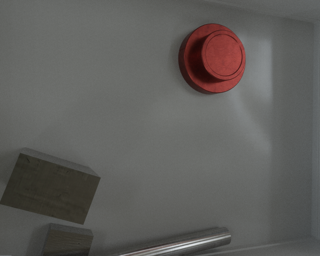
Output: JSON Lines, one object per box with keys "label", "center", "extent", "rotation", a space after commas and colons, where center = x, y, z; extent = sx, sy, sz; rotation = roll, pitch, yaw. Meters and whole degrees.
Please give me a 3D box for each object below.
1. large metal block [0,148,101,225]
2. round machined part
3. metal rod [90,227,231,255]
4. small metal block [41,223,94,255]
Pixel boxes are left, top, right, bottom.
{"label": "large metal block", "center": [-0.118, 0.060, 0.338], "extent": [0.080, 0.080, 0.050], "rotation": [22, 83, -19]}
{"label": "round machined part", "center": [0.079, -0.097, 0.432], "extent": [0.099, 0.042, 0.097], "rotation": [0, 90, -21]}
{"label": "metal rod", "center": [-0.039, 0.159, 0.377], "extent": [0.303, 0.025, 0.025], "rotation": [-2, 91, -28]}
{"label": "small metal block", "center": [-0.113, 0.146, 0.370], "extent": [0.050, 0.025, 0.050], "rotation": [17, 84, -20]}
